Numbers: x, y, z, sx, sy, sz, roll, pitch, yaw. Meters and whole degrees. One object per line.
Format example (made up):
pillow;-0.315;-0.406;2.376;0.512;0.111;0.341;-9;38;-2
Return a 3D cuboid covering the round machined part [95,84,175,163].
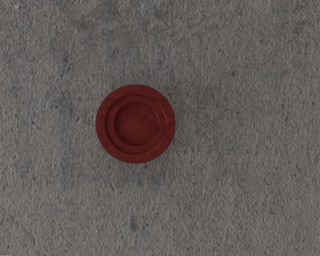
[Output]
round machined part;-0.030;-0.005;0.401;0.099;0.042;0.097;0;90;0
